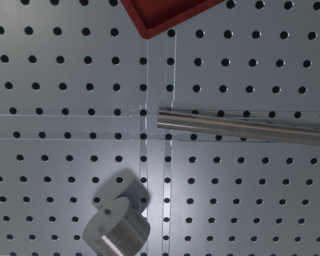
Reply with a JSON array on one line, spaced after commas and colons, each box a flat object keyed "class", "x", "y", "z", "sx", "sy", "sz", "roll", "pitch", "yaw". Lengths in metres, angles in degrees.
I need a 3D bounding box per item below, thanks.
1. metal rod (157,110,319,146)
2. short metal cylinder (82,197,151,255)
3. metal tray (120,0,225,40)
[{"class": "metal rod", "x": 0.147, "y": 0.005, "z": 0.416, "sx": 0.302, "sy": 0.025, "sz": 0.025, "roll": 6, "pitch": 110, "yaw": -3}, {"class": "short metal cylinder", "x": -0.061, "y": 0.144, "z": 0.437, "sx": 0.080, "sy": 0.080, "sz": 0.050, "roll": -33, "pitch": 107, "yaw": 11}, {"class": "metal tray", "x": 0.019, "y": -0.163, "z": 0.328, "sx": 0.130, "sy": 0.030, "sz": 0.090, "roll": -24, "pitch": 134, "yaw": 11}]
